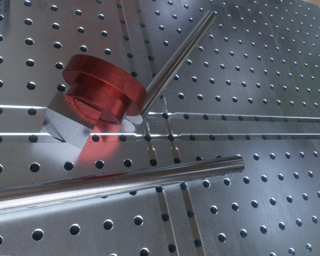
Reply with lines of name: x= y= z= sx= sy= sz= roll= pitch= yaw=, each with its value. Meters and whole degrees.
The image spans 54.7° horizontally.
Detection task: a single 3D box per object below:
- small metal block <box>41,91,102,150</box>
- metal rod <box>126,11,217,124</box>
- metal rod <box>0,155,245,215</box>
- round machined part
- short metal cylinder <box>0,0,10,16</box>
small metal block: x=-0.099 y=-0.007 z=0.343 sx=0.050 sy=0.050 sz=0.025 roll=28 pitch=53 yaw=-11
metal rod: x=0.031 y=-0.112 z=0.492 sx=0.025 sy=0.025 sz=0.301 roll=37 pitch=51 yaw=-4
metal rod: x=-0.021 y=0.059 z=0.360 sx=0.303 sy=0.025 sz=0.025 roll=-4 pitch=64 yaw=-30
round machined part: x=-0.067 y=-0.037 z=0.353 sx=0.098 sy=0.098 sz=0.042 roll=28 pitch=74 yaw=-11
short metal cylinder: x=-0.228 y=-0.181 z=0.380 sx=0.081 sy=0.050 sz=0.080 roll=14 pitch=56 yaw=-21
